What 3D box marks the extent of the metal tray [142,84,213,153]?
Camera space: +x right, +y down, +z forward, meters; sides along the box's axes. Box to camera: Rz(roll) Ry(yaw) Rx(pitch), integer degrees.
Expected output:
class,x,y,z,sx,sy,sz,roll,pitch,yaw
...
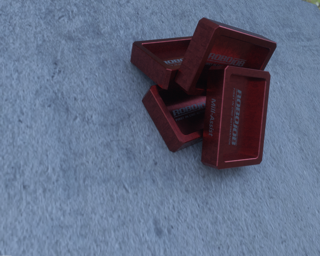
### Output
class,x,y,z,sx,sy,sz,roll,pitch,yaw
metal tray,0.050,-0.027,0.445,0.131,0.030,0.090,-18,72,-35

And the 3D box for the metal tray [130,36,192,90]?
class,x,y,z,sx,sy,sz,roll,pitch,yaw
metal tray,0.034,-0.101,0.457,0.131,0.030,0.090,-16,45,-34

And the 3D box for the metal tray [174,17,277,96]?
class,x,y,z,sx,sy,sz,roll,pitch,yaw
metal tray,0.090,-0.087,0.415,0.131,0.089,0.030,-1,35,-39

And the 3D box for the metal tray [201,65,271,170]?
class,x,y,z,sx,sy,sz,roll,pitch,yaw
metal tray,0.103,-0.014,0.416,0.091,0.030,0.129,-1,98,-35
